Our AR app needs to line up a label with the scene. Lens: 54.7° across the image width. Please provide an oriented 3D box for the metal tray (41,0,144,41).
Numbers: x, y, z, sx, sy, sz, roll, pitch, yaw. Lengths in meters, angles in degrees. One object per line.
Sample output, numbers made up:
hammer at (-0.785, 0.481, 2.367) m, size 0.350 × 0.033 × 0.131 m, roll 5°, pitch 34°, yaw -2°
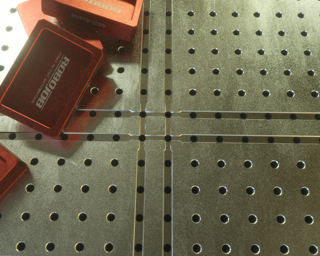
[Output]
metal tray at (-0.092, -0.186, 0.449) m, size 0.131 × 0.030 × 0.090 m, roll 15°, pitch 59°, yaw -11°

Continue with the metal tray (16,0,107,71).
metal tray at (-0.146, -0.141, 0.459) m, size 0.091 × 0.030 × 0.130 m, roll -24°, pitch 72°, yaw -9°

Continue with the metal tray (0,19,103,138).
metal tray at (-0.143, -0.062, 0.404) m, size 0.090 × 0.030 × 0.130 m, roll 28°, pitch 84°, yaw -7°

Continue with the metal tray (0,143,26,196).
metal tray at (-0.247, 0.068, 0.381) m, size 0.090 × 0.030 × 0.130 m, roll 35°, pitch 73°, yaw 11°
